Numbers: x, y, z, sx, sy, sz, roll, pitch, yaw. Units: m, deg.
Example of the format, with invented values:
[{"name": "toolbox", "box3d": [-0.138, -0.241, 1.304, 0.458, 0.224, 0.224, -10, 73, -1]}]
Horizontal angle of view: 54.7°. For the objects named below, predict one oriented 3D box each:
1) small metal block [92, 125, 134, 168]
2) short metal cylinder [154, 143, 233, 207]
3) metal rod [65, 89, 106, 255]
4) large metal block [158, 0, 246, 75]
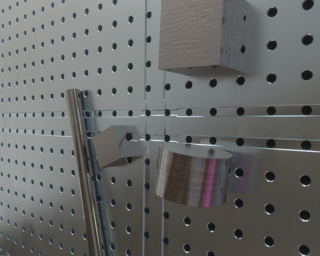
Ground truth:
[{"name": "small metal block", "box3d": [-0.072, 0.028, 0.466, 0.050, 0.025, 0.050, -28, 73, 36]}, {"name": "short metal cylinder", "box3d": [0.036, 0.049, 0.342, 0.080, 0.081, 0.050, 12, 98, 39]}, {"name": "metal rod", "box3d": [-0.121, 0.081, 0.506, 0.025, 0.025, 0.298, -18, 78, 38]}, {"name": "large metal block", "box3d": [0.047, -0.106, 0.353, 0.080, 0.050, 0.079, 5, 93, 39]}]
